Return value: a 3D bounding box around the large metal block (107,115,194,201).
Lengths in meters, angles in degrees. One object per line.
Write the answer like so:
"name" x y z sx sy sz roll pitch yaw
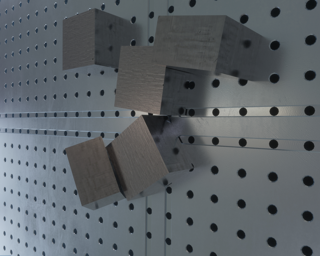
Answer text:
"large metal block" -0.016 0.038 0.407 0.080 0.050 0.080 -40 66 33

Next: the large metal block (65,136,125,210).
"large metal block" -0.089 0.067 0.441 0.050 0.080 0.080 -20 73 -8

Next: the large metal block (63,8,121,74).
"large metal block" -0.107 -0.130 0.483 0.080 0.050 0.080 0 90 40

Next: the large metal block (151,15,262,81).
"large metal block" 0.050 -0.084 0.333 0.080 0.081 0.050 16 101 39

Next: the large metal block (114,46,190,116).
"large metal block" -0.009 -0.061 0.402 0.080 0.050 0.080 12 98 39
